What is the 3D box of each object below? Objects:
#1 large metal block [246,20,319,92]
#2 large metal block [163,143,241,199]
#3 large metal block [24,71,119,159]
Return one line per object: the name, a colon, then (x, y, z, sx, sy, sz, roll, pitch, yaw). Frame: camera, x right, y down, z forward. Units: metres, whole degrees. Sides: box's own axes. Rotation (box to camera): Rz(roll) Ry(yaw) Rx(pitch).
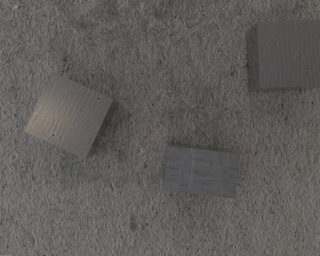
large metal block: (0.159, -0.090, 0.398, 0.081, 0.050, 0.080, -2, 90, 0)
large metal block: (0.046, 0.049, 0.383, 0.080, 0.080, 0.050, 7, 90, 0)
large metal block: (-0.109, -0.015, 0.396, 0.080, 0.050, 0.080, 25, 90, 0)
